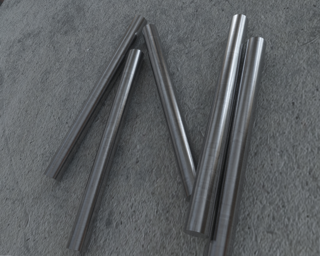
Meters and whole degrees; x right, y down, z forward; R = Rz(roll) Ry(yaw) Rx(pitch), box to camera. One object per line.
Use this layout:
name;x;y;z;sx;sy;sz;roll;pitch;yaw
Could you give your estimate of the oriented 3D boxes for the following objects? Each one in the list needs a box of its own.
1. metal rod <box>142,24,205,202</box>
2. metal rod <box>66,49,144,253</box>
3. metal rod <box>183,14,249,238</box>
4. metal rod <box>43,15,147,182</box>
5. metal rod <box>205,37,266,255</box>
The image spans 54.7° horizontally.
metal rod;0.012;-0.043;0.424;0.025;0.025;0.299;-24;53;14
metal rod;-0.068;0.013;0.431;0.025;0.025;0.300;-1;61;28
metal rod;0.073;-0.025;0.366;0.025;0.025;0.300;0;57;28
metal rod;-0.094;-0.058;0.488;0.025;0.025;0.300;13;68;33
metal rod;0.087;0.021;0.345;0.025;0.025;0.300;3;63;29
